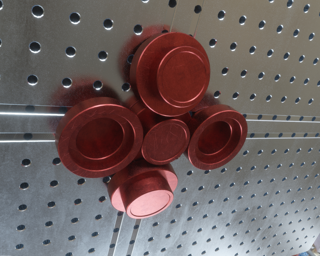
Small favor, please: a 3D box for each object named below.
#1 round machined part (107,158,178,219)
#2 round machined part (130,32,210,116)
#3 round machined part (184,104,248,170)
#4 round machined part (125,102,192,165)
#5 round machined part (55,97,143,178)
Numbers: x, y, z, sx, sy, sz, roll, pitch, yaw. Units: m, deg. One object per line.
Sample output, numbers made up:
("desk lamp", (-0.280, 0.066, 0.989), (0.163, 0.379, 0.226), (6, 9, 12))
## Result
("round machined part", (-0.020, 0.090, 0.431), (0.099, 0.042, 0.097), (-15, 139, -14))
("round machined part", (0.018, -0.061, 0.359), (0.099, 0.042, 0.097), (-8, 107, -25))
("round machined part", (0.074, 0.009, 0.448), (0.099, 0.042, 0.097), (-14, 125, -21))
("round machined part", (0.000, 0.009, 0.406), (0.099, 0.042, 0.097), (-14, 125, -21))
("round machined part", (-0.073, 0.008, 0.366), (0.099, 0.042, 0.097), (-14, 125, -21))
